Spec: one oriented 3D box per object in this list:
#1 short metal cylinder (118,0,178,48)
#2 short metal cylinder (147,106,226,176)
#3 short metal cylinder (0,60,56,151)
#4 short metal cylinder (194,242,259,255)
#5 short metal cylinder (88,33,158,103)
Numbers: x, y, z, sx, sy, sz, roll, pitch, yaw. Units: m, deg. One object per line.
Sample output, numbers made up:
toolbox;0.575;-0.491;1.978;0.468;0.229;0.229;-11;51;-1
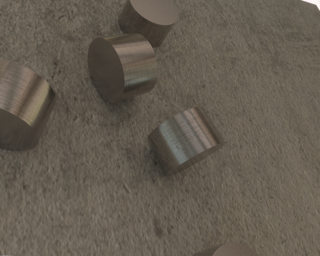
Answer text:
short metal cylinder;-0.019;-0.173;0.485;0.081;0.050;0.080;14;56;-21
short metal cylinder;0.032;0.017;0.377;0.081;0.080;0.050;-19;72;-36
short metal cylinder;-0.150;-0.020;0.300;0.080;0.080;0.050;21;54;-16
short metal cylinder;0.070;0.167;0.326;0.081;0.050;0.080;14;56;-21
short metal cylinder;-0.048;-0.076;0.390;0.050;0.080;0.080;-23;74;-36
